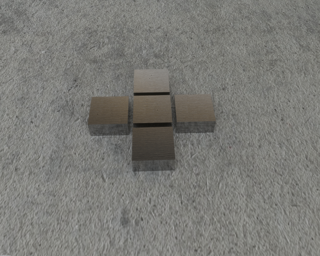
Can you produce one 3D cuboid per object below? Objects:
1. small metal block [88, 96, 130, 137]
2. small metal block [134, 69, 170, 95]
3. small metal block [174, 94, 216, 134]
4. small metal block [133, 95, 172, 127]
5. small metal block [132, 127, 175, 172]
[{"bbox_3d":[-0.067,-0.016,0.417,0.050,0.025,0.050,-1,50,-2],"label":"small metal block"},{"bbox_3d":[-0.012,-0.061,0.456,0.050,0.025,0.050,-1,50,-2],"label":"small metal block"},{"bbox_3d":[0.046,-0.020,0.422,0.050,0.025,0.050,-1,50,-2],"label":"small metal block"},{"bbox_3d":[-0.010,-0.018,0.420,0.050,0.025,0.050,-1,50,-2],"label":"small metal block"},{"bbox_3d":[-0.008,0.026,0.383,0.050,0.025,0.050,-2,50,-2],"label":"small metal block"}]
